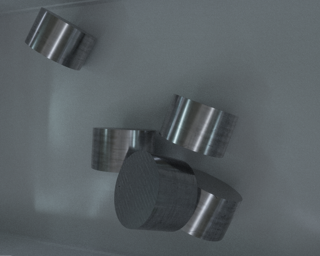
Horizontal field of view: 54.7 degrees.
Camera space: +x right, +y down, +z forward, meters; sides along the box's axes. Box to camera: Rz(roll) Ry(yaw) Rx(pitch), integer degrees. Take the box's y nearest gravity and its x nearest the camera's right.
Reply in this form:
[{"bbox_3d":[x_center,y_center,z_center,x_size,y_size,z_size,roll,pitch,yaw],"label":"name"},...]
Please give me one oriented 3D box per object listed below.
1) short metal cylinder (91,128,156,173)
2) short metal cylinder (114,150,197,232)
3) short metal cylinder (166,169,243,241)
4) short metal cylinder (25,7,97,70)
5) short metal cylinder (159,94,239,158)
[{"bbox_3d":[-0.046,0.026,0.397,0.080,0.080,0.050,3,91,19],"label":"short metal cylinder"},{"bbox_3d":[-0.006,0.068,0.332,0.080,0.050,0.080,-26,55,46],"label":"short metal cylinder"},{"bbox_3d":[0.048,0.087,0.364,0.080,0.080,0.050,26,99,17],"label":"short metal cylinder"},{"bbox_3d":[-0.136,-0.122,0.428,0.080,0.080,0.050,34,101,16],"label":"short metal cylinder"},{"bbox_3d":[0.045,-0.004,0.365,0.080,0.080,0.050,22,97,18],"label":"short metal cylinder"}]
